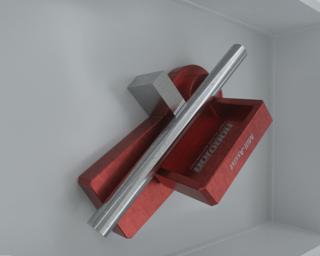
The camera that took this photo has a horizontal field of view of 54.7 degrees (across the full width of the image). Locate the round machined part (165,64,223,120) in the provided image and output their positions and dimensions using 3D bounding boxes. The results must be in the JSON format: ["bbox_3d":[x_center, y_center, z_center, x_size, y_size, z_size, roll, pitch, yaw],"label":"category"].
[{"bbox_3d":[0.052,-0.041,0.439,0.099,0.042,0.097,0,90,-40],"label":"round machined part"}]

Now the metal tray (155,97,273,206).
[{"bbox_3d":[0.060,0.020,0.366,0.130,0.090,0.030,-50,123,-21],"label":"metal tray"}]

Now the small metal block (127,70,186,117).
[{"bbox_3d":[-0.005,-0.041,0.386,0.025,0.050,0.050,-52,121,-27],"label":"small metal block"}]

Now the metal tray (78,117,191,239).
[{"bbox_3d":[-0.024,0.057,0.384,0.131,0.030,0.090,-42,116,-32],"label":"metal tray"}]

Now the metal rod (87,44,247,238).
[{"bbox_3d":[0.023,-0.002,0.375,0.301,0.025,0.025,-50,120,-24],"label":"metal rod"}]
